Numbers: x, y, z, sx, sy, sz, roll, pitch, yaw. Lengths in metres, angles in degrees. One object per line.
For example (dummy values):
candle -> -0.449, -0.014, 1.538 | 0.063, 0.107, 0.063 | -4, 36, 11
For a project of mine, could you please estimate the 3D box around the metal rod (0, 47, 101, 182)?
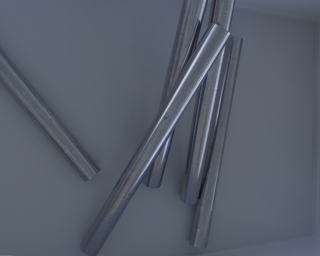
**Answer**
metal rod -> -0.170, -0.060, 0.347 | 0.025, 0.025, 0.299 | -40, 103, -16

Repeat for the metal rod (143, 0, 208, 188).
metal rod -> 0.020, -0.061, 0.353 | 0.025, 0.025, 0.298 | 4, 114, -20

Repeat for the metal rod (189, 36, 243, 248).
metal rod -> 0.081, 0.017, 0.441 | 0.025, 0.025, 0.298 | 12, 86, -20

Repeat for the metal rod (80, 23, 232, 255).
metal rod -> -0.012, 0.023, 0.350 | 0.025, 0.025, 0.299 | 27, 103, -19

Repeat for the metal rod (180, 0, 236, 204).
metal rod -> 0.056, -0.039, 0.373 | 0.025, 0.025, 0.298 | -2, 114, -20
